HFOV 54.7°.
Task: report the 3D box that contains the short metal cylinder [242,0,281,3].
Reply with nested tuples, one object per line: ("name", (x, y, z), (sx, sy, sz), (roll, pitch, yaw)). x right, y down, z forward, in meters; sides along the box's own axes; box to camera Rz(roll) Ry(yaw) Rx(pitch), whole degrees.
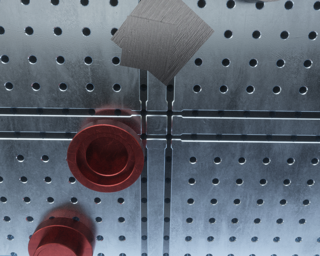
("short metal cylinder", (0.115, -0.179, 0.335), (0.081, 0.050, 0.079), (0, 110, 0))

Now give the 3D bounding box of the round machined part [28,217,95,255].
("round machined part", (-0.152, 0.190, 0.473), (0.099, 0.042, 0.097), (0, 110, 0))

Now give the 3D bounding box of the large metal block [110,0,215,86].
("large metal block", (0.003, -0.109, 0.360), (0.080, 0.050, 0.080), (39, 105, -13))

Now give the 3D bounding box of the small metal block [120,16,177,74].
("small metal block", (-0.012, -0.088, 0.327), (0.050, 0.025, 0.050), (10, 110, -4))

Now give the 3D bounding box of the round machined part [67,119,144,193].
("round machined part", (-0.070, 0.034, 0.416), (0.099, 0.042, 0.097), (0, 110, 0))
